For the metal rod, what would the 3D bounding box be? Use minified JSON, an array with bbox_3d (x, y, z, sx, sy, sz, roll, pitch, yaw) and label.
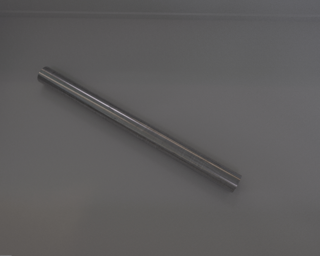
[{"bbox_3d":[-0.034,-0.003,0.410,0.301,0.025,0.025,29,73,10],"label":"metal rod"}]
